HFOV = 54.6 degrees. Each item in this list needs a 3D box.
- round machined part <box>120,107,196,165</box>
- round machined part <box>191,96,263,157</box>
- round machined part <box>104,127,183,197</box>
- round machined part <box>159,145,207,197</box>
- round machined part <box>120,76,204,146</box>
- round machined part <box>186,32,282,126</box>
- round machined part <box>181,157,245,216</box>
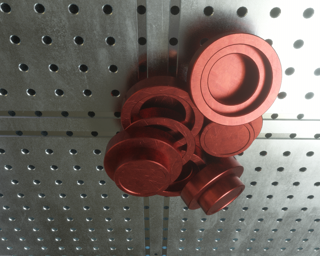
[{"bbox_3d":[-0.004,0.011,0.409,0.099,0.042,0.097,0,130,0],"label":"round machined part"},{"bbox_3d":[0.083,0.000,0.401,0.099,0.042,0.097,0,130,0],"label":"round machined part"},{"bbox_3d":[-0.021,0.049,0.386,0.099,0.042,0.097,0,130,0],"label":"round machined part"},{"bbox_3d":[0.017,0.052,0.444,0.099,0.042,0.097,0,130,0],"label":"round machined part"},{"bbox_3d":[0.003,-0.023,0.381,0.099,0.042,0.097,0,130,0],"label":"round machined part"},{"bbox_3d":[0.077,-0.054,0.340,0.099,0.042,0.097,-2,109,-6],"label":"round machined part"},{"bbox_3d":[0.082,0.087,0.443,0.099,0.042,0.098,-27,150,-17],"label":"round machined part"}]
